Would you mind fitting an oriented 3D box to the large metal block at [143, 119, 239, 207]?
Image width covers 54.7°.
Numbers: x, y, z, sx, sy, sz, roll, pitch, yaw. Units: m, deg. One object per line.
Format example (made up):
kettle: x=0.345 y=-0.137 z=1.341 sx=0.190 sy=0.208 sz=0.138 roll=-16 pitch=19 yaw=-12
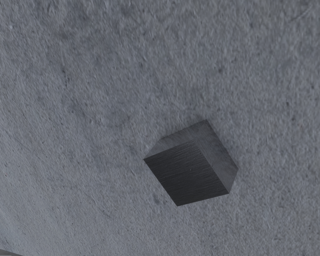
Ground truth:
large metal block: x=0.040 y=0.046 z=0.397 sx=0.080 sy=0.050 sz=0.080 roll=-25 pitch=105 yaw=36
